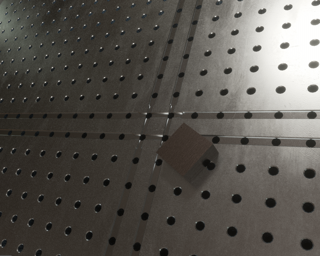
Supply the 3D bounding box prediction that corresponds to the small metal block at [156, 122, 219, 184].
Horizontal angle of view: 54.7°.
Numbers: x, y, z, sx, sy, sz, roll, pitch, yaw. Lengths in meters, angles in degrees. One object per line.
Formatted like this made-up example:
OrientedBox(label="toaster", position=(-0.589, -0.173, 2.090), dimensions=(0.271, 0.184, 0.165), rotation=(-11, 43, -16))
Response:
OrientedBox(label="small metal block", position=(0.033, 0.029, 0.372), dimensions=(0.050, 0.025, 0.050), rotation=(-47, 52, -5))
